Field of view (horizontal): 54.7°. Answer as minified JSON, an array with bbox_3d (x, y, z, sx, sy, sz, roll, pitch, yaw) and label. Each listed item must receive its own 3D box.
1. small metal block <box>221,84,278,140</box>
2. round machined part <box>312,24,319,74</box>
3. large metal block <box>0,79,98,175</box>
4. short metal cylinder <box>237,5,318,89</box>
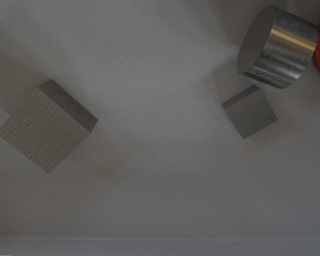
[{"bbox_3d":[0.116,-0.021,0.405,0.050,0.025,0.050,-32,107,10],"label":"small metal block"},{"bbox_3d":[0.229,-0.096,0.362,0.098,0.042,0.097,4,107,13],"label":"round machined part"},{"bbox_3d":[-0.140,-0.002,0.395,0.080,0.050,0.080,-43,105,14],"label":"large metal block"},{"bbox_3d":[0.129,-0.090,0.351,0.050,0.080,0.079,19,109,-7],"label":"short metal cylinder"}]
